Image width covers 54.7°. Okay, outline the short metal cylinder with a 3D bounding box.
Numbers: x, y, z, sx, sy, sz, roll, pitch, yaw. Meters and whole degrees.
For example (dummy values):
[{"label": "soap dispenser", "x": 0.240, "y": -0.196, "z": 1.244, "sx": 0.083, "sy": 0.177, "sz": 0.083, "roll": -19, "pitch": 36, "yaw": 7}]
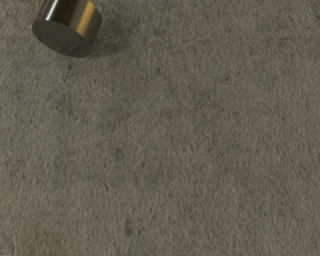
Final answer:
[{"label": "short metal cylinder", "x": -0.127, "y": -0.142, "z": 0.429, "sx": 0.080, "sy": 0.080, "sz": 0.050, "roll": 13, "pitch": 71, "yaw": 4}]
